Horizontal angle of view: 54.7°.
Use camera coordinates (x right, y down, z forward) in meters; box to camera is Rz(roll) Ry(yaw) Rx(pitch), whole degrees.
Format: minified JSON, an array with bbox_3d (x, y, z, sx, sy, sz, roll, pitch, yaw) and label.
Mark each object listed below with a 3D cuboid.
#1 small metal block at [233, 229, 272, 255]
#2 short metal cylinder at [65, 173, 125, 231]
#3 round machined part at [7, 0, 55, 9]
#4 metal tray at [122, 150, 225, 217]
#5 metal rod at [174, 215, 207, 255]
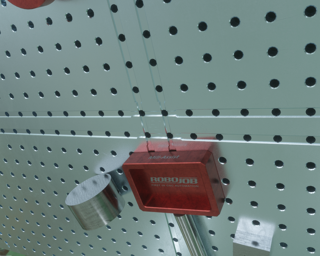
[{"bbox_3d":[0.135,0.181,0.452,0.050,0.025,0.050,6,121,24],"label":"small metal block"},{"bbox_3d":[-0.104,0.118,0.501,0.080,0.080,0.050,-14,111,33],"label":"short metal cylinder"},{"bbox_3d":[-0.151,-0.192,0.359,0.098,0.042,0.097,13,124,20],"label":"round machined part"},{"bbox_3d":[0.018,0.079,0.445,0.130,0.030,0.090,-5,116,30],"label":"metal tray"},{"bbox_3d":[0.083,0.256,0.524,0.025,0.025,0.298,-8,115,31],"label":"metal rod"}]
